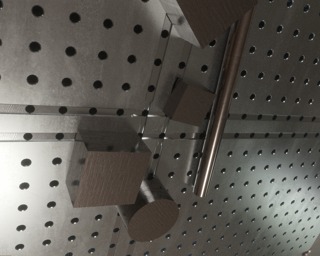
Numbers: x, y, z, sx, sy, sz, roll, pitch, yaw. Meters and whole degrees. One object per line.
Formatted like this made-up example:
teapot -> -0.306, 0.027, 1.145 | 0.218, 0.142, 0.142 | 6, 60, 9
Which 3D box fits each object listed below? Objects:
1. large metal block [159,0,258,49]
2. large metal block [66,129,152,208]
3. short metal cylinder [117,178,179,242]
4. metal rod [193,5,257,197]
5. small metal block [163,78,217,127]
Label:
large metal block -> 0.047, -0.147, 0.331 | 0.080, 0.050, 0.080 | -40, 130, -1
large metal block -> -0.067, 0.051, 0.391 | 0.081, 0.050, 0.079 | 5, 116, -31
short metal cylinder -> -0.019, 0.121, 0.462 | 0.081, 0.050, 0.079 | -14, 124, -21
metal rod -> 0.086, -0.023, 0.445 | 0.025, 0.025, 0.298 | -6, 121, -26
small metal block -> 0.040, -0.033, 0.414 | 0.050, 0.025, 0.050 | 13, 112, -34
